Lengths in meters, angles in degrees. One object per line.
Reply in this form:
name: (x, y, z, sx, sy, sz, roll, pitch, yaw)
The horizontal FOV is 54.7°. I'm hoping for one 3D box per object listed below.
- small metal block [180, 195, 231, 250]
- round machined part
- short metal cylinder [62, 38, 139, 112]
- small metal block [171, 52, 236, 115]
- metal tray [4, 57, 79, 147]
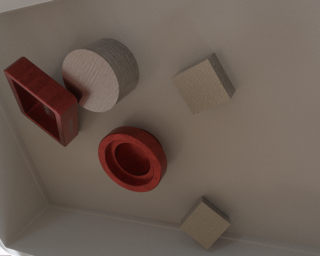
small metal block: (0.064, 0.135, 0.444, 0.050, 0.025, 0.050, 39, 100, 2)
round machined part: (-0.035, 0.039, 0.439, 0.098, 0.042, 0.097, 13, 124, 20)
short metal cylinder: (-0.074, -0.066, 0.389, 0.080, 0.050, 0.079, 13, 124, 20)
small metal block: (0.049, -0.049, 0.351, 0.050, 0.025, 0.050, -23, 107, 36)
metal tray: (-0.159, -0.030, 0.433, 0.090, 0.030, 0.129, 38, 155, 3)
